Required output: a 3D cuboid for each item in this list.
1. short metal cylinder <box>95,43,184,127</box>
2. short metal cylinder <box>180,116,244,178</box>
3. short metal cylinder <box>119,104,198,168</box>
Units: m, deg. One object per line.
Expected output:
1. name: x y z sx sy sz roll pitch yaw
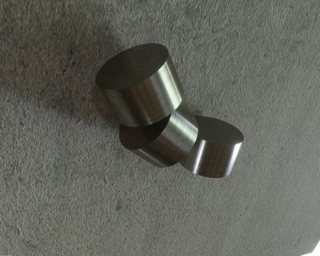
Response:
1. short metal cylinder: -0.021 -0.047 0.331 0.080 0.080 0.050 -32 129 -8
2. short metal cylinder: 0.067 0.024 0.422 0.081 0.080 0.050 -2 120 -27
3. short metal cylinder: -0.002 0.001 0.370 0.080 0.080 0.050 -48 129 5
